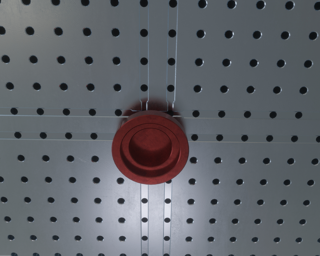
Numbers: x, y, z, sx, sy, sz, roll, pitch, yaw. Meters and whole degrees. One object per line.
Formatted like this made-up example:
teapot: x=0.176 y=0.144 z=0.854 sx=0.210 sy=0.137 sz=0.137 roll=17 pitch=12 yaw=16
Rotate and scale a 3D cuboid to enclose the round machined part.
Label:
round machined part: x=-0.012 y=0.022 z=0.412 sx=0.099 sy=0.042 sz=0.097 roll=0 pitch=110 yaw=0
